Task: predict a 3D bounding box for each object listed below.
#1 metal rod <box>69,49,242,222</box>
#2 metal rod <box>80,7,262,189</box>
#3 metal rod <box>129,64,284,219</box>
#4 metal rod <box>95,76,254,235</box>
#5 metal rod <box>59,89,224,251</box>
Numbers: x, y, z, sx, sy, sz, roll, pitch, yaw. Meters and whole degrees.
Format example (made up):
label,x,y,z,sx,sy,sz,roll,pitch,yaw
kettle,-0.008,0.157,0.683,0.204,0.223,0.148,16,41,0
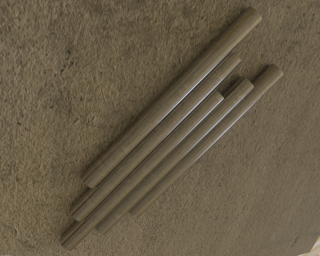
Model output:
label,x,y,z,sx,sy,sz,roll,pitch,yaw
metal rod,-0.008,0.012,0.413,0.300,0.025,0.025,-45,130,3
metal rod,0.012,-0.036,0.394,0.300,0.025,0.025,-45,130,3
metal rod,0.064,0.021,0.458,0.300,0.025,0.025,-45,130,3
metal rod,0.018,0.041,0.445,0.300,0.025,0.025,-45,130,3
metal rod,-0.027,0.058,0.431,0.300,0.025,0.025,-45,130,3
